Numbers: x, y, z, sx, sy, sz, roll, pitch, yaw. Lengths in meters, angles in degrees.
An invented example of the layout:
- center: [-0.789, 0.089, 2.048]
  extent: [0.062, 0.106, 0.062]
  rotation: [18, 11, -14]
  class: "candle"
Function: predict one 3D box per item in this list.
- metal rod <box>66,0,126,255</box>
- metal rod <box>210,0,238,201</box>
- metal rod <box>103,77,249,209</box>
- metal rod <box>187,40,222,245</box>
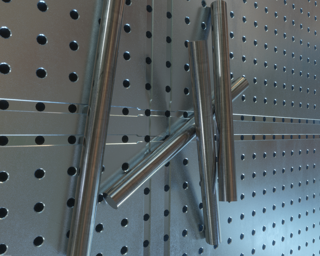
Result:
- center: [-0.071, -0.006, 0.349]
  extent: [0.025, 0.025, 0.299]
  rotation: [12, 83, -39]
  class: "metal rod"
- center: [0.092, -0.046, 0.455]
  extent: [0.025, 0.025, 0.299]
  rotation: [9, 75, -40]
  class: "metal rod"
- center: [0.040, 0.005, 0.441]
  extent: [0.302, 0.025, 0.025]
  rotation: [-39, 114, -33]
  class: "metal rod"
- center: [0.065, 0.031, 0.434]
  extent: [0.025, 0.025, 0.298]
  rotation: [-21, 112, -38]
  class: "metal rod"
